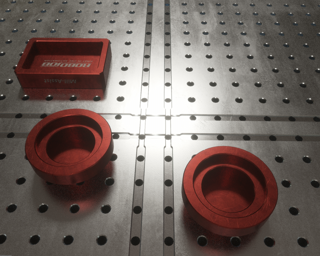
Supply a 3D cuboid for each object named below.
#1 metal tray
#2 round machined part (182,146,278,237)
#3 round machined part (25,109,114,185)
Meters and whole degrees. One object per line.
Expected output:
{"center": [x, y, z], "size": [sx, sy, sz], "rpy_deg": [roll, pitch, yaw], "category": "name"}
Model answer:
{"center": [-0.148, -0.104, 0.489], "size": [0.131, 0.030, 0.090], "rpy_deg": [1, 50, 0], "category": "metal tray"}
{"center": [0.073, 0.071, 0.338], "size": [0.099, 0.042, 0.098], "rpy_deg": [0, 50, 0], "category": "round machined part"}
{"center": [-0.105, 0.026, 0.373], "size": [0.099, 0.042, 0.098], "rpy_deg": [0, 50, 0], "category": "round machined part"}
